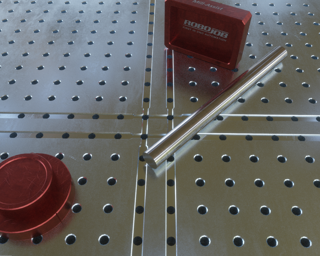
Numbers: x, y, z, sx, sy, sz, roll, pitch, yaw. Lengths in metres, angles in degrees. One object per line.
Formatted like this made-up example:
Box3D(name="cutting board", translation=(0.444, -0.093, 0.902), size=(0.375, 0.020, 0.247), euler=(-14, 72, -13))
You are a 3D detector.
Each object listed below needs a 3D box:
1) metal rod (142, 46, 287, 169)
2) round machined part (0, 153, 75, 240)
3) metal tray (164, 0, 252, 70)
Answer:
Box3D(name="metal rod", translation=(0.093, -0.042, 0.443), size=(0.025, 0.025, 0.302), euler=(37, 59, 27))
Box3D(name="round machined part", translation=(-0.147, 0.067, 0.339), size=(0.099, 0.042, 0.098), euler=(0, 50, 0))
Box3D(name="metal tray", translation=(0.071, -0.155, 0.495), size=(0.130, 0.090, 0.030), euler=(24, 54, 19))
